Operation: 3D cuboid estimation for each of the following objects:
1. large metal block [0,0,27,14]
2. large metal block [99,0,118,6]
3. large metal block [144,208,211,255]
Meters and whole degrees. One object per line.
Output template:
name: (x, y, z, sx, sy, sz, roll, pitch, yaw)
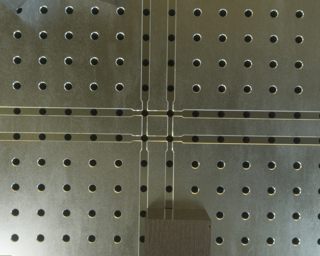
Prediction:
large metal block: (-0.203, -0.212, 0.400, 0.080, 0.050, 0.080, 39, 90, 0)
large metal block: (-0.085, -0.218, 0.400, 0.080, 0.050, 0.080, 19, 90, 0)
large metal block: (0.021, 0.151, 0.401, 0.080, 0.050, 0.080, 1, 90, 0)
